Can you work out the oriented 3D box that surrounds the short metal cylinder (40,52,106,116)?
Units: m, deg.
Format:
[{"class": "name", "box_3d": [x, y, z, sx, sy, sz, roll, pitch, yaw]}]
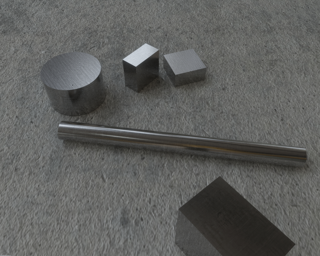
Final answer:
[{"class": "short metal cylinder", "box_3d": [-0.121, -0.063, 0.438, 0.081, 0.050, 0.080, 0, 50, 0]}]

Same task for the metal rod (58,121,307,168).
[{"class": "metal rod", "box_3d": [0.023, 0.019, 0.387, 0.302, 0.025, 0.025, 6, 50, 5]}]

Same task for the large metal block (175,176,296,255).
[{"class": "large metal block", "box_3d": [0.060, 0.105, 0.281, 0.050, 0.080, 0.080, -33, 58, -25]}]

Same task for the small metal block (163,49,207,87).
[{"class": "small metal block", "box_3d": [0.038, -0.094, 0.483, 0.050, 0.025, 0.050, -15, 52, -13]}]

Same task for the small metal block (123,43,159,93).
[{"class": "small metal block", "box_3d": [-0.027, -0.089, 0.462, 0.025, 0.050, 0.050, 32, 57, 23]}]
